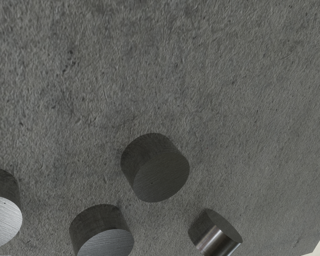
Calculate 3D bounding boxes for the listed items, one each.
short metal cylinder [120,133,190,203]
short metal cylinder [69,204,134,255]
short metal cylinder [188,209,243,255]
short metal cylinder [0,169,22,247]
[{"bbox_3d":[-0.007,0.053,0.420,0.081,0.050,0.079,-14,124,-21],"label":"short metal cylinder"},{"bbox_3d":[-0.083,0.156,0.441,0.081,0.050,0.079,-14,124,-21],"label":"short metal cylinder"},{"bbox_3d":[0.096,0.188,0.539,0.080,0.080,0.050,32,101,-38],"label":"short metal cylinder"},{"bbox_3d":[-0.196,0.089,0.338,0.081,0.050,0.079,-14,124,-21],"label":"short metal cylinder"}]
